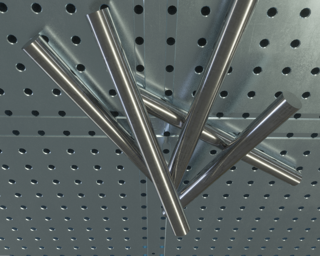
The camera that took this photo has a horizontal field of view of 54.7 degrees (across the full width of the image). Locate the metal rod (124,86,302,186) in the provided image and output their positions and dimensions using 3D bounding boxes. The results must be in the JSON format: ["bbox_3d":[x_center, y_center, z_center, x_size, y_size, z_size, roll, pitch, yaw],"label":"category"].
[{"bbox_3d":[0.084,0.016,0.426,0.302,0.025,0.025,26,125,-21],"label":"metal rod"}]

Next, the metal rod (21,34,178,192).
[{"bbox_3d":[-0.060,0.005,0.414,0.025,0.025,0.300,-25,126,19],"label":"metal rod"}]

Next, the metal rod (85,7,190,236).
[{"bbox_3d":[-0.017,0.011,0.370,0.025,0.025,0.298,-15,114,12],"label":"metal rod"}]

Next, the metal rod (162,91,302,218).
[{"bbox_3d":[0.078,0.057,0.433,0.025,0.025,0.298,20,136,-16],"label":"metal rod"}]

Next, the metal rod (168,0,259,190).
[{"bbox_3d":[0.053,-0.037,0.356,0.025,0.025,0.298,12,122,-11],"label":"metal rod"}]
